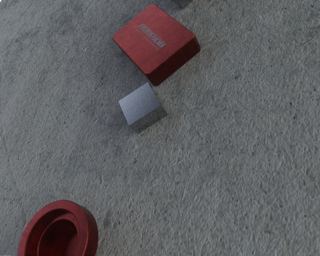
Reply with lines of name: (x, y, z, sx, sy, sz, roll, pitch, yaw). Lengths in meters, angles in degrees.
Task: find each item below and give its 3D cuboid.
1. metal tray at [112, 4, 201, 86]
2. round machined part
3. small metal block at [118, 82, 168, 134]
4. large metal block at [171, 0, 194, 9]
metal tray: (-0.009, -0.134, 0.486, 0.090, 0.030, 0.130, -39, 51, 1)
round machined part: (-0.114, 0.139, 0.366, 0.098, 0.042, 0.098, -13, 56, 20)
small metal block: (-0.024, -0.028, 0.432, 0.050, 0.025, 0.050, -32, 52, 6)
large metal block: (0.023, -0.259, 0.514, 0.050, 0.080, 0.080, -39, 51, 2)
